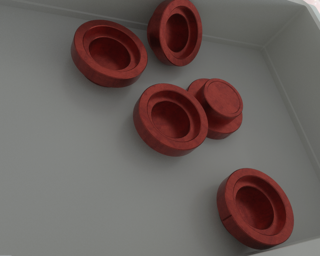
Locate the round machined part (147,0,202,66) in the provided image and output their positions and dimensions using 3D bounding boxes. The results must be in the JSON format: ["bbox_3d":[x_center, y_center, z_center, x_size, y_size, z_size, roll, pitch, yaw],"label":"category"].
[{"bbox_3d":[0.018,-0.145,0.473,0.099,0.042,0.097,-16,112,-44],"label":"round machined part"}]

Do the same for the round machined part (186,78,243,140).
[{"bbox_3d":[0.084,-0.035,0.464,0.099,0.042,0.098,14,56,-21],"label":"round machined part"}]

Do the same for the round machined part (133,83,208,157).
[{"bbox_3d":[0.010,-0.007,0.406,0.099,0.042,0.098,14,56,-21],"label":"round machined part"}]

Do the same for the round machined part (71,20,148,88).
[{"bbox_3d":[-0.070,-0.094,0.416,0.099,0.042,0.098,14,56,-21],"label":"round machined part"}]

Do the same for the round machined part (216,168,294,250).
[{"bbox_3d":[0.114,0.104,0.391,0.099,0.042,0.098,14,51,-17],"label":"round machined part"}]
